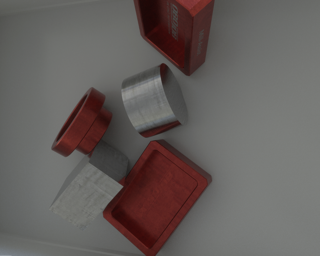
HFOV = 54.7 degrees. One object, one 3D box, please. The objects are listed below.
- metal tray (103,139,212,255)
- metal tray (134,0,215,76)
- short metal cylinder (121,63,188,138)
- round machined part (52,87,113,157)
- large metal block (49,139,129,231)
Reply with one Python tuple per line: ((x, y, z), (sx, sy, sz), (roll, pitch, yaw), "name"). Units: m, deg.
((-0.005, 0.091, 0.408), (0.090, 0.030, 0.129), (37, 101, 16), "metal tray")
((0.012, -0.123, 0.349), (0.030, 0.130, 0.090), (-44, 76, -9), "metal tray")
((-0.005, -0.033, 0.382), (0.050, 0.080, 0.080), (-19, 84, 19), "short metal cylinder")
((-0.100, -0.003, 0.416), (0.042, 0.098, 0.098), (34, 103, -19), "round machined part")
((-0.088, 0.070, 0.404), (0.050, 0.080, 0.080), (38, 103, -13), "large metal block")
